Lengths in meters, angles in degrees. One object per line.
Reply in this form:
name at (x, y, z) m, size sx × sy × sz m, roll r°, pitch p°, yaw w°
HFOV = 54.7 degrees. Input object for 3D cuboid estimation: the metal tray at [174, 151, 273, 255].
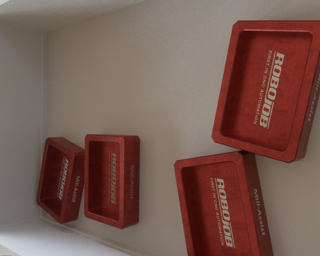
metal tray at (0.068, 0.094, 0.346) m, size 0.090 × 0.030 × 0.129 m, roll -14°, pitch 81°, yaw 39°

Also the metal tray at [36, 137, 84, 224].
metal tray at (-0.174, 0.090, 0.547) m, size 0.090 × 0.030 × 0.129 m, roll 21°, pitch 103°, yaw 38°

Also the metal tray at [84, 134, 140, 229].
metal tray at (-0.074, 0.075, 0.464) m, size 0.090 × 0.030 × 0.129 m, roll 1°, pitch 91°, yaw 40°

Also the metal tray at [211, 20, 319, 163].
metal tray at (0.109, -0.039, 0.313) m, size 0.090 × 0.030 × 0.129 m, roll 16°, pitch 100°, yaw 39°
